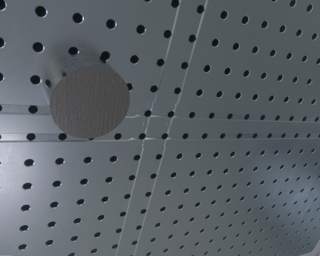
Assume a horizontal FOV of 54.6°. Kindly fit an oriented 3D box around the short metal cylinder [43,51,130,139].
[{"bbox_3d":[-0.078,-0.036,0.330,0.081,0.050,0.080,-14,124,-21],"label":"short metal cylinder"}]
